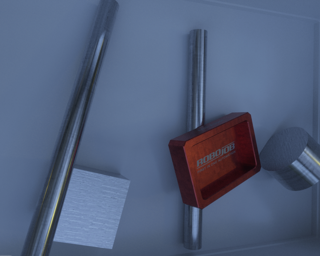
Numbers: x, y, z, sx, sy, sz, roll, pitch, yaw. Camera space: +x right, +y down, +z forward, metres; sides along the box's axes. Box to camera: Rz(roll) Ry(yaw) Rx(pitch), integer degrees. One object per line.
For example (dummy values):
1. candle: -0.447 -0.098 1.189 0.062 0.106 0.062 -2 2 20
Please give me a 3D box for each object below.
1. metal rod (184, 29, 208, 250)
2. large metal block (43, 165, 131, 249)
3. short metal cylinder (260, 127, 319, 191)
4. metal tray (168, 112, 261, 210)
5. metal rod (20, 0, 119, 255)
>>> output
1. metal rod: 0.049 0.015 0.430 0.025 0.025 0.298 2 89 -20
2. large metal block: -0.089 0.089 0.365 0.081 0.050 0.080 17 84 -20
3. short metal cylinder: 0.196 0.045 0.456 0.050 0.080 0.080 40 77 -16
4. metal tray: 0.078 0.039 0.416 0.131 0.030 0.089 -22 103 -34
5. metal rod: -0.091 -0.017 0.339 0.025 0.025 0.299 18 70 -20
